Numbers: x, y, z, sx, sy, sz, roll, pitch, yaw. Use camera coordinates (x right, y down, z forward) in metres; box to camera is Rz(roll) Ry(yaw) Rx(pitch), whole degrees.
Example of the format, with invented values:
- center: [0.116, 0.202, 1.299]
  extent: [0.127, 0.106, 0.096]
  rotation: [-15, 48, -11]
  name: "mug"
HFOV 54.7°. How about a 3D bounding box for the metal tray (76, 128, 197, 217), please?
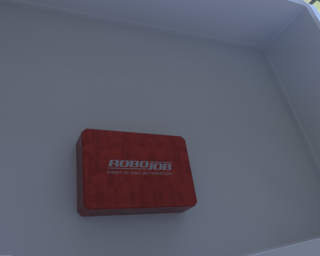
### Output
- center: [-0.027, 0.051, 0.358]
  extent: [0.131, 0.030, 0.090]
  rotation: [5, 59, -26]
  name: "metal tray"
